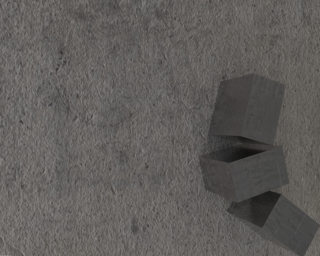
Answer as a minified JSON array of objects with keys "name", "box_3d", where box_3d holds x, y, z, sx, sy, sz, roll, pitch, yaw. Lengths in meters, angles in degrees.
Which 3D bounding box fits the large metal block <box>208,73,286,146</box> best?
[{"name":"large metal block","box_3d":[0.115,-0.023,0.422,0.050,0.080,0.080,15,85,-20]}]

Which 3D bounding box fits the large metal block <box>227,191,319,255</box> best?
[{"name":"large metal block","box_3d":[0.157,0.127,0.438,0.080,0.080,0.050,38,78,-16]}]

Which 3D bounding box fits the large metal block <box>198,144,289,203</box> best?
[{"name":"large metal block","box_3d":[0.111,0.056,0.420,0.081,0.080,0.050,-14,95,-20]}]
